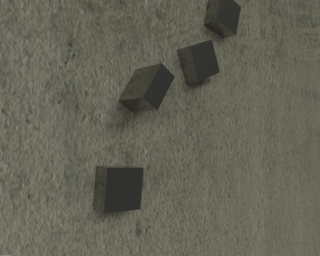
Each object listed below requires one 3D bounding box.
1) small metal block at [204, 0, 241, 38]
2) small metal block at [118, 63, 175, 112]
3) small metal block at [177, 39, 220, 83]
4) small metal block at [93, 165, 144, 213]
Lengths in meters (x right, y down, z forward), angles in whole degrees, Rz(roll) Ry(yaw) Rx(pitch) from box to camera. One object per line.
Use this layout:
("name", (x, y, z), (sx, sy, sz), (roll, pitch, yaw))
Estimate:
("small metal block", (0.100, -0.179, 0.491), (0.050, 0.025, 0.050), (19, 78, -39))
("small metal block", (-0.017, -0.048, 0.376), (0.025, 0.050, 0.050), (41, 65, -33))
("small metal block", (0.057, -0.098, 0.455), (0.050, 0.025, 0.050), (-27, 107, -37))
("small metal block", (-0.049, 0.071, 0.366), (0.050, 0.025, 0.050), (7, 86, -40))
